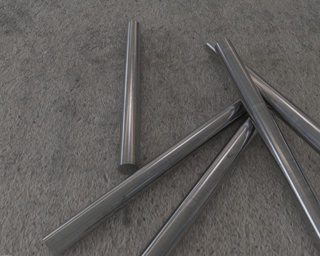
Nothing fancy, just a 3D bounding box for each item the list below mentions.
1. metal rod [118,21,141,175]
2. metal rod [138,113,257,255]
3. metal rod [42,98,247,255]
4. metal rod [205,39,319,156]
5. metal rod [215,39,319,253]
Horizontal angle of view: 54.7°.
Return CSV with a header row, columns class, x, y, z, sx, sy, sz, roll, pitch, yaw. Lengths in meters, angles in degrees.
class,x,y,z,sx,sy,sz,roll,pitch,yaw
metal rod,-0.042,-0.066,0.458,0.025,0.025,0.300,-1,50,-1
metal rod,0.065,0.053,0.358,0.025,0.025,0.301,30,56,23
metal rod,0.005,0.042,0.367,0.302,0.025,0.025,-34,58,-25
metal rod,0.141,-0.045,0.407,0.025,0.025,0.300,-17,43,-14
metal rod,0.131,0.005,0.371,0.025,0.025,0.299,-12,60,-10
